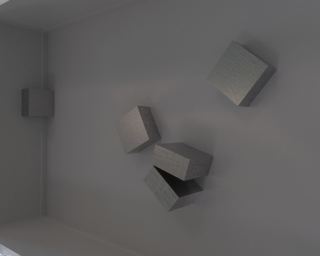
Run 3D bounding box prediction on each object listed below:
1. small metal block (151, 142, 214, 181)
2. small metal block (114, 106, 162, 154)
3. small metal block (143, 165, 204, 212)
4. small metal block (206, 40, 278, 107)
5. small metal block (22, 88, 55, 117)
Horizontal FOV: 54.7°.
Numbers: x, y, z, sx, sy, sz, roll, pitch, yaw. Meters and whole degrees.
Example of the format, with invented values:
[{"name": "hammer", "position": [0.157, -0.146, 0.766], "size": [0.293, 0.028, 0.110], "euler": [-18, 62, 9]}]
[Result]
[{"name": "small metal block", "position": [0.027, 0.038, 0.369], "size": [0.050, 0.050, 0.025], "euler": [22, 104, 38]}, {"name": "small metal block", "position": [-0.032, 0.003, 0.433], "size": [0.050, 0.025, 0.050], "euler": [-32, 70, 35]}, {"name": "small metal block", "position": [0.016, 0.070, 0.377], "size": [0.050, 0.050, 0.025], "euler": [48, 119, 29]}, {"name": "small metal block", "position": [0.087, -0.058, 0.335], "size": [0.050, 0.025, 0.050], "euler": [47, 118, 29]}, {"name": "small metal block", "position": [-0.227, -0.046, 0.578], "size": [0.025, 0.050, 0.050], "euler": [1, 91, 40]}]
